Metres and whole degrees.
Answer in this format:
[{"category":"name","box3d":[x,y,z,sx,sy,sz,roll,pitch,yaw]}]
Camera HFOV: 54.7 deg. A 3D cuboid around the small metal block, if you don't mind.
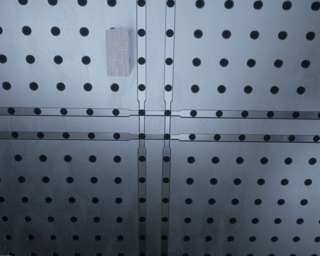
[{"category":"small metal block","box3d":[-0.047,-0.090,0.366,0.025,0.050,0.050,1,110,-1]}]
